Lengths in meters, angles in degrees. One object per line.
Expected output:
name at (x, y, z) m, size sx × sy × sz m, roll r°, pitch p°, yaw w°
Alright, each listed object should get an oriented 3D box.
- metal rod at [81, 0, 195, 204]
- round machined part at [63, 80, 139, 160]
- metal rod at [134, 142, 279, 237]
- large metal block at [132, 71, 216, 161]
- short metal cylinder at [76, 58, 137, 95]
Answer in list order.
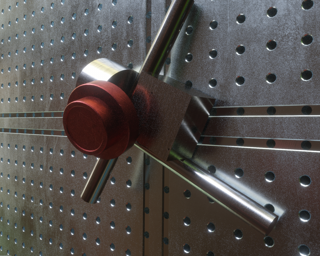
metal rod at (-0.035, -0.031, 0.410) m, size 0.025 × 0.025 × 0.298 m, roll 34°, pitch 104°, yaw 34°
round machined part at (-0.078, -0.005, 0.375) m, size 0.098 × 0.042 × 0.097 m, roll 13°, pitch 116°, yaw 28°
metal rod at (0.008, 0.036, 0.400) m, size 0.300 × 0.025 × 0.025 m, roll 31°, pitch 109°, yaw 35°
large metal block at (0.009, -0.016, 0.380) m, size 0.080 × 0.050 × 0.079 m, roll 32°, pitch 110°, yaw 35°
short metal cylinder at (-0.067, -0.050, 0.426) m, size 0.050 × 0.081 × 0.079 m, roll 31°, pitch 109°, yaw 35°
